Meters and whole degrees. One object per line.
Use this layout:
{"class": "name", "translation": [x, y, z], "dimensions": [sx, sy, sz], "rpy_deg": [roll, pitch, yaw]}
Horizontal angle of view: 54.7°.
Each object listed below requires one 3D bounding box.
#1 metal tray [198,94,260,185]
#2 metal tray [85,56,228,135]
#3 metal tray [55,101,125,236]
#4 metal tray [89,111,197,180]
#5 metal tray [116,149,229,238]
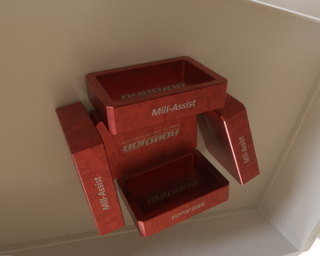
{"class": "metal tray", "translation": [0.085, 0.006, 0.417], "dimensions": [0.030, 0.090, 0.130], "rpy_deg": [-31, 129, -8]}
{"class": "metal tray", "translation": [-0.005, -0.041, 0.337], "dimensions": [0.131, 0.090, 0.030], "rpy_deg": [-15, 125, -21]}
{"class": "metal tray", "translation": [-0.078, 0.046, 0.351], "dimensions": [0.030, 0.090, 0.129], "rpy_deg": [-20, 126, -17]}
{"class": "metal tray", "translation": [-0.017, 0.005, 0.398], "dimensions": [0.131, 0.030, 0.089], "rpy_deg": [-18, 126, -18]}
{"class": "metal tray", "translation": [0.017, 0.084, 0.427], "dimensions": [0.131, 0.090, 0.030], "rpy_deg": [-19, 126, -18]}
